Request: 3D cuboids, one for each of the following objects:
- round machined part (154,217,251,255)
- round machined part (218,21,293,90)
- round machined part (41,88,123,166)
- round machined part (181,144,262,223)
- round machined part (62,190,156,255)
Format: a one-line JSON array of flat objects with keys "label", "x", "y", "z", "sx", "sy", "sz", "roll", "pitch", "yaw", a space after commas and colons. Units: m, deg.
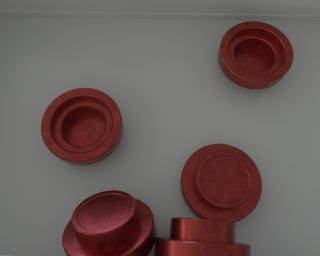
[{"label": "round machined part", "x": 0.044, "y": 0.119, "z": 0.327, "sx": 0.099, "sy": 0.098, "sz": 0.042, "roll": 4, "pitch": 73, "yaw": 1}, {"label": "round machined part", "x": 0.131, "y": -0.097, "z": 0.437, "sx": 0.099, "sy": 0.042, "sz": 0.098, "roll": 0, "pitch": 70, "yaw": 0}, {"label": "round machined part", "x": -0.096, "y": 0.001, "z": 0.399, "sx": 0.099, "sy": 0.042, "sz": 0.098, "roll": 0, "pitch": 70, "yaw": 0}, {"label": "round machined part", "x": 0.075, "y": 0.066, "z": 0.377, "sx": 0.099, "sy": 0.042, "sz": 0.098, "roll": 0, "pitch": 70, "yaw": 0}, {"label": "round machined part", "x": -0.056, "y": 0.104, "z": 0.332, "sx": 0.099, "sy": 0.042, "sz": 0.098, "roll": -7, "pitch": 25, "yaw": 4}]
